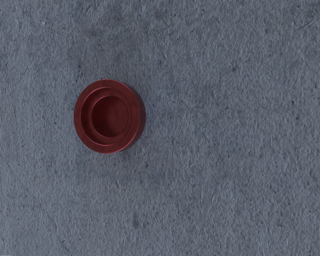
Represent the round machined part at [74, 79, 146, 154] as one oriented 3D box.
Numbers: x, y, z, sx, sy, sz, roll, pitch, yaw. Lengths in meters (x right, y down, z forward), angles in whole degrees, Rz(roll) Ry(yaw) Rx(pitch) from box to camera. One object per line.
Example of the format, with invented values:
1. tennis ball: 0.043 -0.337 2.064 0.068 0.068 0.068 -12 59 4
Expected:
1. round machined part: -0.064 -0.015 0.423 0.098 0.042 0.097 0 90 20
